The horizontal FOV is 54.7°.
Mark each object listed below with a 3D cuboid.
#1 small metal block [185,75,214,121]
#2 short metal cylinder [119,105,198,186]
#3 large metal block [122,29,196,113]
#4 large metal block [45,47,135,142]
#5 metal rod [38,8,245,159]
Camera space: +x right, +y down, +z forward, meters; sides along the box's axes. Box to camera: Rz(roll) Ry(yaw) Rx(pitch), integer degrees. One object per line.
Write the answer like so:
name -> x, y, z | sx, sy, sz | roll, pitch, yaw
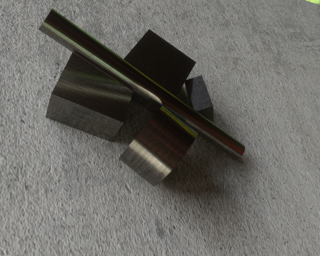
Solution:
small metal block -> 0.056, -0.038, 0.440 | 0.025, 0.050, 0.050 | -17, 67, 4
short metal cylinder -> -0.002, 0.020, 0.356 | 0.050, 0.080, 0.080 | 40, 51, -2
large metal block -> -0.008, -0.076, 0.428 | 0.080, 0.050, 0.080 | 34, 51, -6
large metal block -> -0.079, -0.041, 0.371 | 0.080, 0.050, 0.080 | 23, 53, -15
metal rod -> 0.000, -0.037, 0.375 | 0.301, 0.025, 0.025 | 32, 50, -28
